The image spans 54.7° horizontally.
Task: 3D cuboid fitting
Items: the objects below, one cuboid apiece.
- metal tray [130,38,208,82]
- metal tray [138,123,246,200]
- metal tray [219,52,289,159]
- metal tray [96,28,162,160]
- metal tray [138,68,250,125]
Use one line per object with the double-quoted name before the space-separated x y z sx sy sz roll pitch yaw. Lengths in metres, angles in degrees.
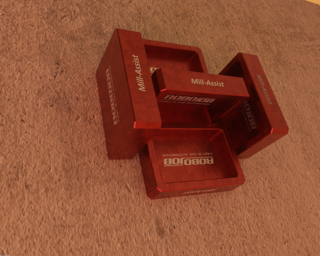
"metal tray" 0.010 -0.082 0.457 0.131 0.030 0.090 0 65 -28
"metal tray" 0.039 0.039 0.401 0.131 0.030 0.090 1 60 -28
"metal tray" 0.120 -0.031 0.447 0.030 0.090 0.130 1 61 -28
"metal tray" -0.042 -0.038 0.364 0.030 0.090 0.130 1 62 -28
"metal tray" 0.039 -0.034 0.407 0.131 0.090 0.030 1 63 -28
